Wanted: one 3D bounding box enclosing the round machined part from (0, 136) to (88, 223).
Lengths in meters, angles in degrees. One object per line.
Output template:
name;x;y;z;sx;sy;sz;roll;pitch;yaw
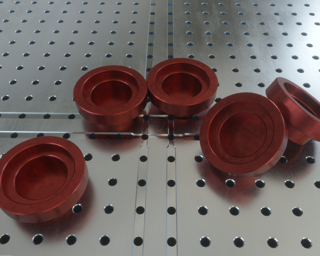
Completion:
round machined part;-0.130;0.060;0.346;0.099;0.042;0.098;0;50;0

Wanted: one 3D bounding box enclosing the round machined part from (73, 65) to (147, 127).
round machined part;-0.066;-0.040;0.430;0.099;0.042;0.098;0;50;0

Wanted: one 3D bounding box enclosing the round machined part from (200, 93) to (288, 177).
round machined part;0.101;0.011;0.369;0.098;0.042;0.098;-12;65;28

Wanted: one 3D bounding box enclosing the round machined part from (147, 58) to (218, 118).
round machined part;0.031;-0.053;0.442;0.099;0.042;0.098;0;50;0

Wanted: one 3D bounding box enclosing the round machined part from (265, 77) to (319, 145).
round machined part;0.173;-0.017;0.393;0.098;0.042;0.098;25;33;-18
